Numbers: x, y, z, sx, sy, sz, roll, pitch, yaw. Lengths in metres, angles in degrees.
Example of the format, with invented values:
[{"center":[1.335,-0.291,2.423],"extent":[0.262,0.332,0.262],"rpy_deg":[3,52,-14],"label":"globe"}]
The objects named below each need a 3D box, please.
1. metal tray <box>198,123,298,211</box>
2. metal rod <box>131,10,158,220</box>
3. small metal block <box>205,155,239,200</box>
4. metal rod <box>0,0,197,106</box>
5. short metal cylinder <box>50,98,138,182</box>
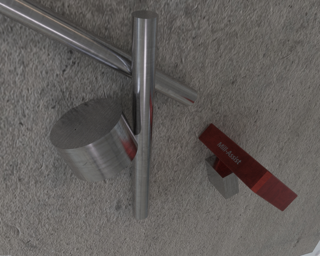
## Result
[{"center":[0.120,0.052,0.437],"extent":[0.090,0.130,0.030],"rpy_deg":[34,99,-39],"label":"metal tray"},{"center":[-0.022,0.012,0.380],"extent":[0.025,0.025,0.298],"rpy_deg":[-14,131,-21],"label":"metal rod"},{"center":[0.098,0.076,0.491],"extent":[0.025,0.050,0.050],"rpy_deg":[-25,128,-13],"label":"small metal block"},{"center":[-0.073,-0.085,0.313],"extent":[0.302,0.025,0.025],"rpy_deg":[22,106,-36],"label":"metal rod"},{"center":[-0.071,0.012,0.340],"extent":[0.080,0.080,0.050],"rpy_deg":[-29,128,-10],"label":"short metal cylinder"}]
